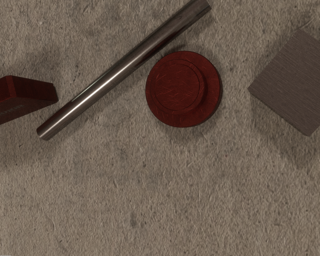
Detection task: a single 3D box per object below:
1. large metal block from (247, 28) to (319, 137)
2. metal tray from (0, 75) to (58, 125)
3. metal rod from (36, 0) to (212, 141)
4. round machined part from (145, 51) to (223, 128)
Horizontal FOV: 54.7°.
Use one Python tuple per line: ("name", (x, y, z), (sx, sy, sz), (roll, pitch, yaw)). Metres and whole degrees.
("large metal block", (0.156, -0.047, 0.341), (0.080, 0.050, 0.080), (42, 103, 14))
("metal tray", (-0.232, -0.035, 0.454), (0.130, 0.090, 0.030), (-18, 84, 19))
("metal rod", (-0.060, -0.075, 0.428), (0.300, 0.025, 0.025), (-36, 79, 16))
("round machined part", (0.026, -0.049, 0.390), (0.098, 0.042, 0.097), (0, 90, 19))
